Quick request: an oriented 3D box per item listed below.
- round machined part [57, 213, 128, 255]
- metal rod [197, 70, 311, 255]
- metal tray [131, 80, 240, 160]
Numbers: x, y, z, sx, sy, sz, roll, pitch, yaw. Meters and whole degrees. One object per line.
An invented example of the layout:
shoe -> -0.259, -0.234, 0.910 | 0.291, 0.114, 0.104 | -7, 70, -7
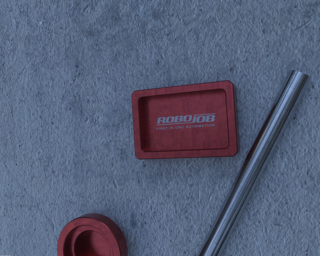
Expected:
round machined part -> -0.089, 0.167, 0.430 | 0.098, 0.042, 0.097 | 0, 90, 19
metal rod -> 0.099, 0.073, 0.373 | 0.025, 0.025, 0.298 | 27, 98, 17
metal tray -> 0.031, -0.008, 0.394 | 0.130, 0.030, 0.089 | -4, 89, 19
